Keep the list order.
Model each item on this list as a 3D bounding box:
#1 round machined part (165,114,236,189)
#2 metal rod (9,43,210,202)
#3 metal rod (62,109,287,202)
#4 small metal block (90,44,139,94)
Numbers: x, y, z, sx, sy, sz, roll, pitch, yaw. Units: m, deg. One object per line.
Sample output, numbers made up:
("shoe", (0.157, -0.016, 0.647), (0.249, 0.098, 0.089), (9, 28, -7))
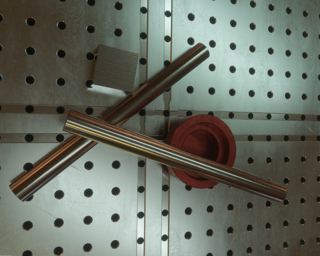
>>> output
("round machined part", (0.051, 0.030, 0.424), (0.099, 0.042, 0.097), (0, 90, -21))
("metal rod", (-0.051, -0.017, 0.394), (0.301, 0.025, 0.025), (-39, 103, -16))
("metal rod", (0.033, 0.041, 0.381), (0.302, 0.025, 0.025), (21, 83, -19))
("small metal block", (-0.058, -0.073, 0.392), (0.050, 0.025, 0.050), (10, 87, -20))
